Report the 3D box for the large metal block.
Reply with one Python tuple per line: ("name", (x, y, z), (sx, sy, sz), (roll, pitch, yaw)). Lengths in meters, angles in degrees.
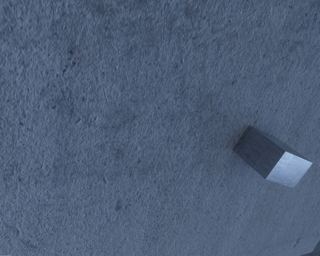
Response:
("large metal block", (0.179, 0.046, 0.497), (0.080, 0.080, 0.050), (20, 108, -36))
